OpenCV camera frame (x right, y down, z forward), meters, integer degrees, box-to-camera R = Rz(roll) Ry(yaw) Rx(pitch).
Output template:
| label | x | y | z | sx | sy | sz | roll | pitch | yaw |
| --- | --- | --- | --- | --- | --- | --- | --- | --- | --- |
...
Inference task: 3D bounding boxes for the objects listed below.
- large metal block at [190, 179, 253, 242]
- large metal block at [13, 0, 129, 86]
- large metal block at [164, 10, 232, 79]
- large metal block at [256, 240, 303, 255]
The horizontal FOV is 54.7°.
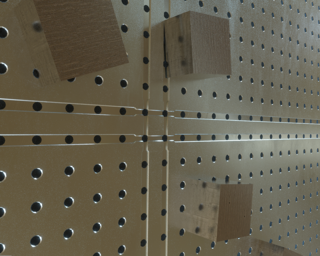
| label | x | y | z | sx | sy | sz | roll | pitch | yaw |
| --- | --- | --- | --- | --- | --- | --- | --- | --- | --- |
| large metal block | 0.096 | 0.123 | 0.477 | 0.081 | 0.050 | 0.080 | 9 | 85 | -40 |
| large metal block | -0.089 | -0.094 | 0.319 | 0.081 | 0.050 | 0.080 | -26 | 106 | -37 |
| large metal block | 0.055 | -0.114 | 0.441 | 0.081 | 0.050 | 0.079 | -6 | 94 | -40 |
| large metal block | 0.220 | 0.265 | 0.581 | 0.080 | 0.050 | 0.080 | 32 | 70 | -36 |
